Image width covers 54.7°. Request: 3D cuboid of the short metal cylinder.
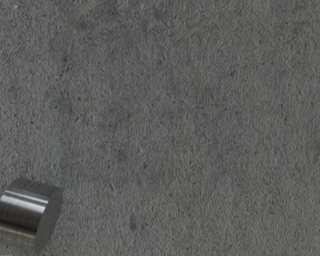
[{"bbox_3d":[-0.160,0.106,0.381,0.050,0.080,0.080,15,90,0],"label":"short metal cylinder"}]
